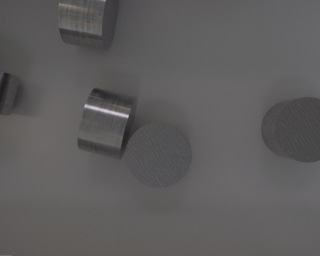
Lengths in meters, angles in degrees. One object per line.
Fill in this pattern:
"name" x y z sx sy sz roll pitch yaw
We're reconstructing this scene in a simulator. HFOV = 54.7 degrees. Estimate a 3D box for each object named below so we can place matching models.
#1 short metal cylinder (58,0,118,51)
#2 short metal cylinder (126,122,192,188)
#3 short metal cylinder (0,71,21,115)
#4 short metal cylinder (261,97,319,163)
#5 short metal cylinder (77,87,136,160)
"short metal cylinder" -0.086 -0.140 0.383 0.050 0.080 0.080 10 90 0
"short metal cylinder" -0.001 0.032 0.399 0.081 0.050 0.080 0 90 0
"short metal cylinder" -0.221 -0.050 0.382 0.080 0.080 0.050 14 90 0
"short metal cylinder" 0.179 0.002 0.400 0.081 0.050 0.080 0 90 0
"short metal cylinder" -0.063 -0.005 0.383 0.050 0.080 0.080 14 90 0
